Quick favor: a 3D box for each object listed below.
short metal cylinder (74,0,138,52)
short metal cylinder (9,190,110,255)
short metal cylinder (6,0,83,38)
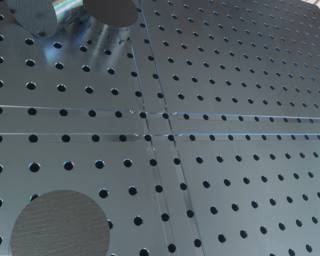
[{"bbox_3d":[-0.078,-0.157,0.446,0.081,0.050,0.080,14,56,-21],"label":"short metal cylinder"},{"bbox_3d":[-0.092,0.102,0.280,0.081,0.050,0.080,14,56,-21],"label":"short metal cylinder"},{"bbox_3d":[-0.147,-0.163,0.393,0.080,0.080,0.050,38,51,-3],"label":"short metal cylinder"}]
